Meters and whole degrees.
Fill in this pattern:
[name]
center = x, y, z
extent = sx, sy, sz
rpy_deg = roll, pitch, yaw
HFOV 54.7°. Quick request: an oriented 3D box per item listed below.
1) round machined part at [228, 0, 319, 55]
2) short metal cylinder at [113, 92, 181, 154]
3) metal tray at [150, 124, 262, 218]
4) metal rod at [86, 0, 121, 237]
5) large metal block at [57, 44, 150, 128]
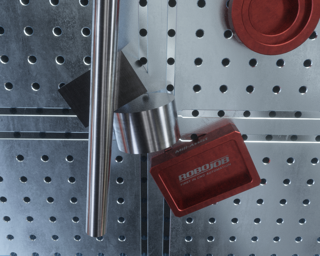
[round machined part]
center = 0.127, -0.135, 0.355
extent = 0.099, 0.042, 0.097
rpy_deg = 0, 110, 0
[short metal cylinder]
center = -0.018, -0.008, 0.381
extent = 0.080, 0.080, 0.050
rpy_deg = -9, 110, 3
[metal tray]
center = 0.062, 0.061, 0.433
extent = 0.130, 0.030, 0.090
rpy_deg = -25, 109, 8
[metal rod]
center = -0.060, -0.016, 0.321
extent = 0.025, 0.025, 0.298
rpy_deg = 6, 110, -2
[large metal block]
center = -0.060, -0.053, 0.364
extent = 0.080, 0.080, 0.050
rpy_deg = -29, 108, 10
